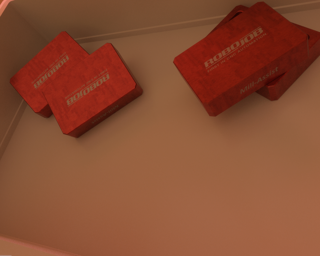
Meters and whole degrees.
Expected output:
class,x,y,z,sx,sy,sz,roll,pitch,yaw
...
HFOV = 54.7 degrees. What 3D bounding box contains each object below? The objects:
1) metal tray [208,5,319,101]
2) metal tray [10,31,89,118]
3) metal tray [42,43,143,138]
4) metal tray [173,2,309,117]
class,x,y,z,sx,sy,sz,roll,pitch,yaw
metal tray,0.123,-0.102,0.399,0.090,0.030,0.130,-46,52,-4
metal tray,-0.180,-0.092,0.533,0.130,0.030,0.090,-44,71,-3
metal tray,-0.103,-0.056,0.470,0.130,0.030,0.090,-33,72,5
metal tray,0.091,-0.083,0.366,0.130,0.030,0.090,-33,52,6
